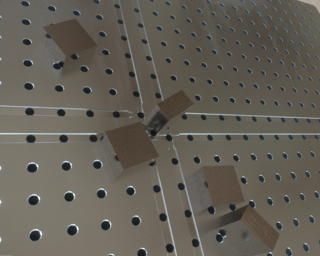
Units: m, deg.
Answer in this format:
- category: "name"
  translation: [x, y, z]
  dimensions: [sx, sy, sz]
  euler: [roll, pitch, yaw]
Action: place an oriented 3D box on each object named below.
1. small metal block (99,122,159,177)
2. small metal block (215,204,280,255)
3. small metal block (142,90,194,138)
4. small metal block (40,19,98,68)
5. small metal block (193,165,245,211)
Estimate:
- category: "small metal block"
  translation: [-0.037, 0.025, 0.374]
  dimensions: [0.050, 0.025, 0.050]
  euler: [-17, 71, -35]
- category: "small metal block"
  translation: [0.105, 0.125, 0.374]
  dimensions: [0.050, 0.050, 0.025]
  euler: [44, 51, 2]
- category: "small metal block"
  translation: [0.010, -0.019, 0.410]
  dimensions: [0.050, 0.050, 0.025]
  euler: [-34, 81, -38]
- category: "small metal block"
  translation: [-0.121, -0.113, 0.413]
  dimensions: [0.050, 0.025, 0.050]
  euler: [-33, 81, -38]
- category: "small metal block"
  translation: [0.076, 0.077, 0.404]
  dimensions: [0.050, 0.025, 0.050]
  euler: [2, 61, -28]
